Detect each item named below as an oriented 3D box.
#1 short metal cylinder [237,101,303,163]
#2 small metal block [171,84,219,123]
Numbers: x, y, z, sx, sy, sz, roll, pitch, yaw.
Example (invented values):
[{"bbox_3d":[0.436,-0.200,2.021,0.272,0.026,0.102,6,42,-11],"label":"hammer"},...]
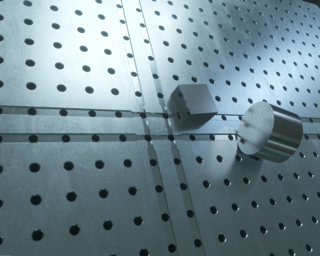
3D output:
[{"bbox_3d":[0.159,0.006,0.454,0.050,0.080,0.080,17,55,-19],"label":"short metal cylinder"},{"bbox_3d":[0.051,-0.037,0.458,0.050,0.025,0.050,-6,65,-31],"label":"small metal block"}]
